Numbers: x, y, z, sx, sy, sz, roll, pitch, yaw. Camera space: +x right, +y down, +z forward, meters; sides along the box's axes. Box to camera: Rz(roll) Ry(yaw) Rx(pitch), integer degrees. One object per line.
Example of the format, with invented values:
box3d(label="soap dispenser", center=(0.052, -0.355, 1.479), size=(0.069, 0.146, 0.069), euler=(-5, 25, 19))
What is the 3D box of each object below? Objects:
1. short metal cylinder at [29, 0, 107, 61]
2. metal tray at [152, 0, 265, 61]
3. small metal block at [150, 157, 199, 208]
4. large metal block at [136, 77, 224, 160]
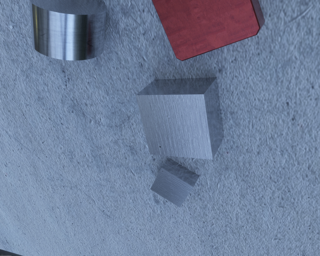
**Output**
box3d(label="short metal cylinder", center=(-0.103, -0.117, 0.351), size=(0.080, 0.080, 0.050), euler=(22, 127, 14))
box3d(label="metal tray", center=(0.036, -0.140, 0.297), size=(0.090, 0.030, 0.129), euler=(-13, 112, 33))
box3d(label="small metal block", center=(0.020, 0.078, 0.443), size=(0.050, 0.025, 0.050), euler=(31, 128, 8))
box3d(label="large metal block", center=(0.026, -0.013, 0.368), size=(0.080, 0.050, 0.079), euler=(2, 120, 27))
